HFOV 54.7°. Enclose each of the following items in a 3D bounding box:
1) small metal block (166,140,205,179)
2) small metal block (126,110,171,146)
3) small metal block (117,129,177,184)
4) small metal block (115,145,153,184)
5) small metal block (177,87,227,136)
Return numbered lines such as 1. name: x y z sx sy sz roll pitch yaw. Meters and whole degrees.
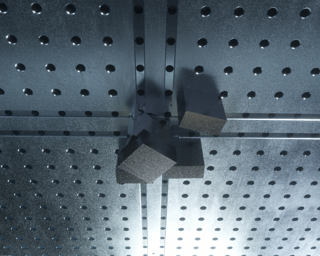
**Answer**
1. small metal block: 0.034 0.043 0.433 0.050 0.050 0.025 -1 130 0
2. small metal block: -0.015 0.008 0.402 0.050 0.050 0.025 18 128 -15
3. small metal block: -0.015 0.036 0.376 0.050 0.025 0.050 32 123 -25
4. small metal block: -0.034 0.051 0.438 0.050 0.050 0.025 1 130 -1
5. small metal block: 0.050 -0.021 0.378 0.050 0.050 0.025 12 129 -11
